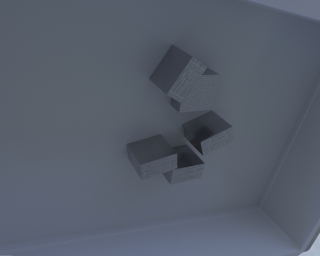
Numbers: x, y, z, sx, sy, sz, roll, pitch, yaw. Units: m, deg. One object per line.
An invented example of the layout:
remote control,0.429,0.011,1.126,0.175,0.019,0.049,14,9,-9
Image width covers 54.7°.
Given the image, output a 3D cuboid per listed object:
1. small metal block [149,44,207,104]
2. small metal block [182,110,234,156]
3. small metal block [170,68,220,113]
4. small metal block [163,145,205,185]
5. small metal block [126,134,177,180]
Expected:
small metal block,0.020,-0.064,0.365,0.025,0.050,0.050,27,103,-37
small metal block,0.067,0.006,0.435,0.050,0.050,0.025,-25,128,-14
small metal block,0.045,-0.050,0.404,0.050,0.025,0.050,-7,122,-26
small metal block,0.027,0.051,0.441,0.050,0.050,0.025,-7,122,-25
small metal block,-0.011,0.037,0.411,0.050,0.050,0.025,-16,125,-20
